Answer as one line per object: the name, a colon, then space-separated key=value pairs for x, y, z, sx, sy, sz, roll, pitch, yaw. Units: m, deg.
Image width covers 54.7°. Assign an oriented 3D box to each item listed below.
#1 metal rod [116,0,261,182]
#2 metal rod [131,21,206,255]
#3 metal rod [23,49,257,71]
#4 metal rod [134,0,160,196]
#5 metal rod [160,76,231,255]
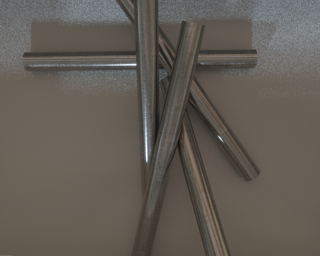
metal rod: x=0.035 y=-0.056 z=0.390 sx=0.025 sy=0.025 sz=0.299 roll=-37 pitch=99 yaw=0
metal rod: x=0.005 y=0.030 z=0.366 sx=0.025 sy=0.025 sz=0.298 roll=12 pitch=105 yaw=0
metal rod: x=-0.025 y=-0.090 z=0.410 sx=0.302 sy=0.025 sz=0.025 roll=-1 pitch=90 yaw=0
metal rod: x=-0.013 y=-0.048 z=0.352 sx=0.025 sy=0.025 sz=0.298 roll=-1 pitch=114 yaw=0
metal rod: x=0.044 y=0.068 z=0.348 sx=0.025 sy=0.025 sz=0.299 roll=-14 pitch=64 yaw=0
